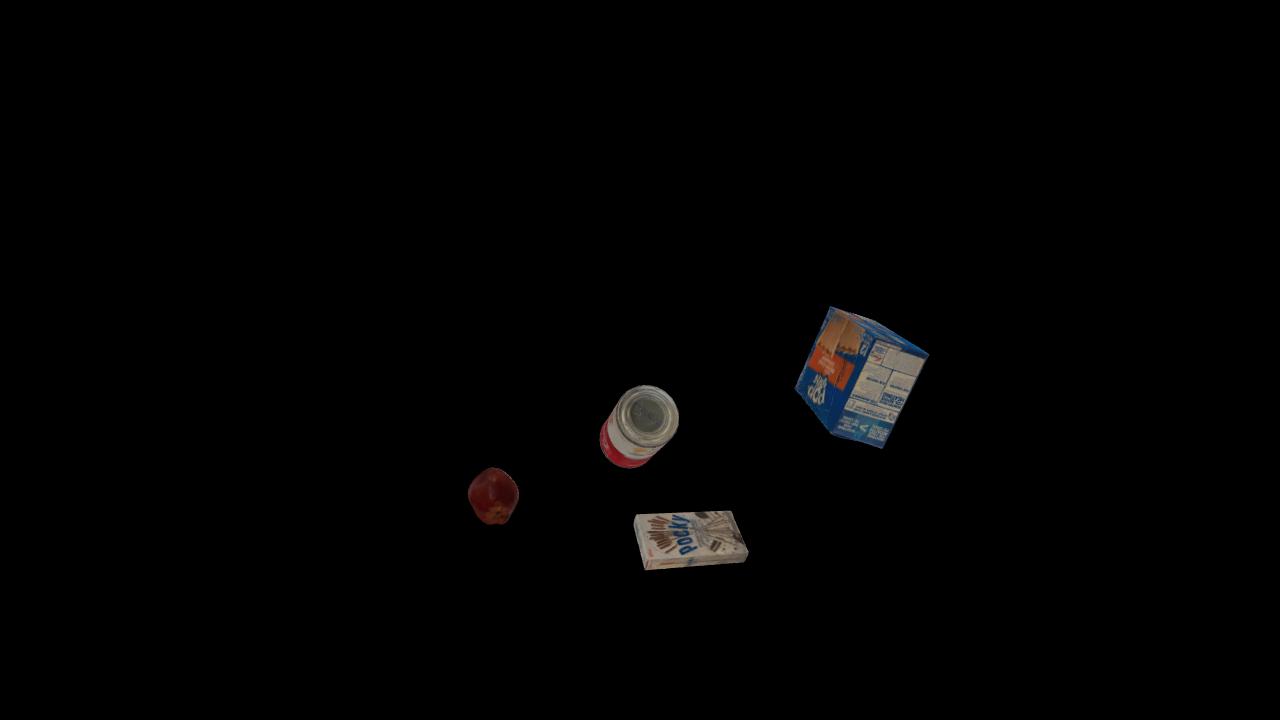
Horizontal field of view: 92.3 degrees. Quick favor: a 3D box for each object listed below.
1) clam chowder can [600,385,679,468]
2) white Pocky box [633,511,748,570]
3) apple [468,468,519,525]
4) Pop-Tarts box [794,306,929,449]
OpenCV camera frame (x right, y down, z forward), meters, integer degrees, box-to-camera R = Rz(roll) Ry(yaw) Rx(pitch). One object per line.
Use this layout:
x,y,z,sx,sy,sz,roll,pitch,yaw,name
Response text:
-0.002,0.073,0.661,0.068,0.068,0.102,0,-21,-14,clam chowder can
0.073,0.262,0.900,0.154,0.028,0.084,1,35,-16,white Pocky box
-0.226,0.210,0.955,0.079,0.079,0.093,0,24,-16,apple
0.299,0.018,0.859,0.083,0.141,0.167,17,17,-8,Pop-Tarts box
